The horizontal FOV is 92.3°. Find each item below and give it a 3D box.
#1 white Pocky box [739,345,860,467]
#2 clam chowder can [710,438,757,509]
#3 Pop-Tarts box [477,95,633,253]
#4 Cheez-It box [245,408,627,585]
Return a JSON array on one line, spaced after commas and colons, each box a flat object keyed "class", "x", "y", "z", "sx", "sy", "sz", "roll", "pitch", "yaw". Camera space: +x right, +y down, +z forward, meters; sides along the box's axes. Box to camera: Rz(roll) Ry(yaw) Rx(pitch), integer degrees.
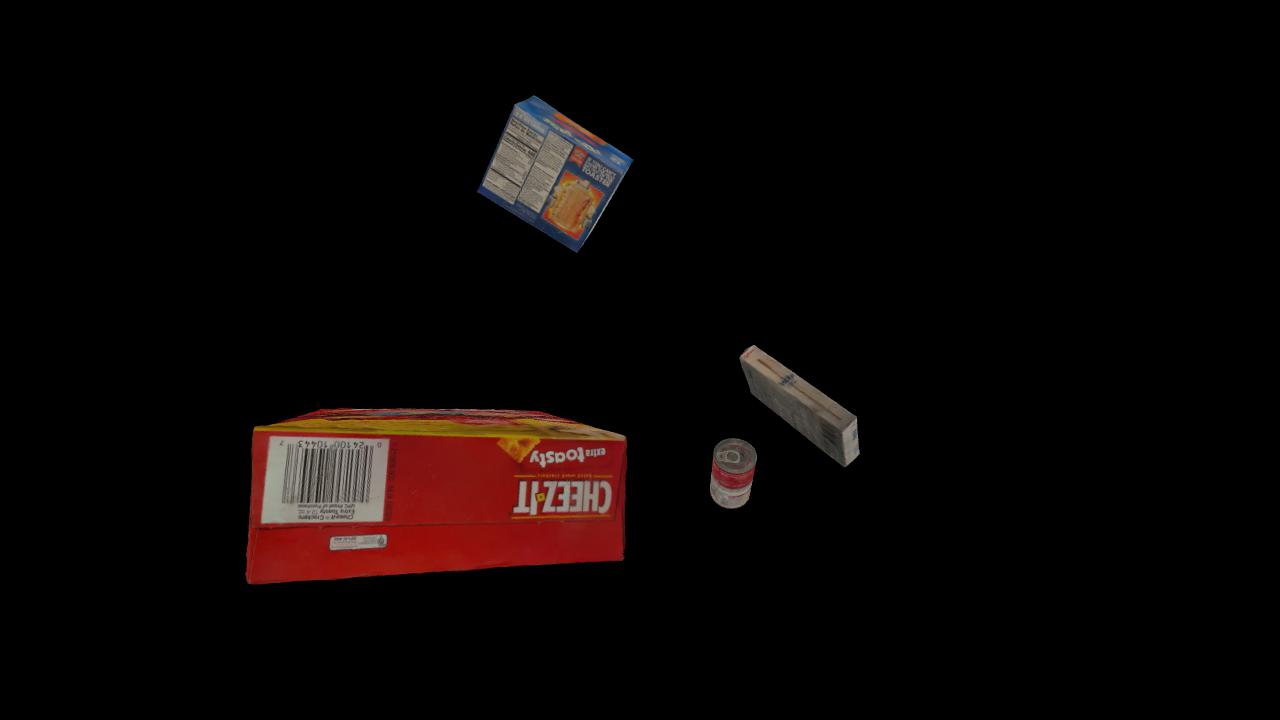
[{"class": "white Pocky box", "x": 0.181, "y": 0.051, "z": 0.705, "sx": 0.154, "sy": 0.028, "sz": 0.084, "roll": 41, "pitch": -13, "yaw": 39}, {"class": "clam chowder can", "x": 0.147, "y": 0.183, "z": 0.981, "sx": 0.068, "sy": 0.102, "sz": 0.068, "roll": -1, "pitch": 43, "yaw": 1}, {"class": "Pop-Tarts box", "x": -0.120, "y": -0.264, "z": 0.879, "sx": 0.167, "sy": 0.141, "sz": 0.083, "roll": 30, "pitch": 33, "yaw": -9}, {"class": "Cheez-It box", "x": -0.121, "y": 0.066, "z": 0.374, "sx": 0.166, "sy": 0.071, "sz": 0.223, "roll": 4, "pitch": -3, "yaw": -22}]
